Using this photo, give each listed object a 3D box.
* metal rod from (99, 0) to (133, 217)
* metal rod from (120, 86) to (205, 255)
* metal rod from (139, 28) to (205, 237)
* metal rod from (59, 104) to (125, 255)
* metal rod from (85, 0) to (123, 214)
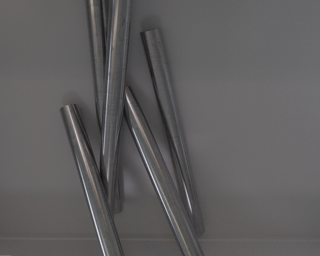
[{"bbox_3d":[-0.058,-0.012,0.379,0.025,0.025,0.298,6,109,-3],"label":"metal rod"},{"bbox_3d":[0.012,0.088,0.378,0.025,0.025,0.299,-24,83,8],"label":"metal rod"},{"bbox_3d":[0.022,0.020,0.418,0.025,0.025,0.298,-13,110,4],"label":"metal rod"},{"bbox_3d":[-0.070,0.113,0.379,0.025,0.025,0.299,-20,81,7],"label":"metal rod"},{"bbox_3d":[-0.070,-0.021,0.402,0.025,0.025,0.298,-1,110,0],"label":"metal rod"}]
